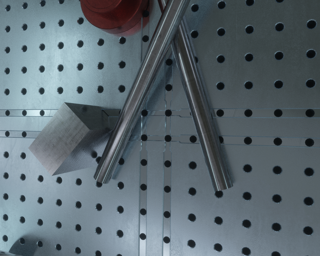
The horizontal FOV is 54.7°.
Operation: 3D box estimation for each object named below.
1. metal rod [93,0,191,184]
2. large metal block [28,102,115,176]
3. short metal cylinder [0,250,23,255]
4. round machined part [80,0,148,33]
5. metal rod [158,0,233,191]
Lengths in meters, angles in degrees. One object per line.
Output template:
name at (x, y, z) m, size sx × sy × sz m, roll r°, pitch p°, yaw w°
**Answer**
metal rod at (-0.022, -0.058, 0.401) m, size 0.025 × 0.025 × 0.298 m, roll 30°, pitch 106°, yaw 17°
large metal block at (-0.113, 0.014, 0.422) m, size 0.050 × 0.080 × 0.080 m, roll 45°, pitch 104°, yaw 14°
short metal cylinder at (-0.247, 0.230, 0.468) m, size 0.050 × 0.080 × 0.079 m, roll 3°, pitch 91°, yaw 20°
round machined part at (-0.069, -0.185, 0.427) m, size 0.098 × 0.042 × 0.097 m, roll 0°, pitch 90°, yaw 19°
metal rod at (0.038, -0.068, 0.398) m, size 0.025 × 0.025 × 0.298 m, roll -18°, pitch 84°, yaw 19°
